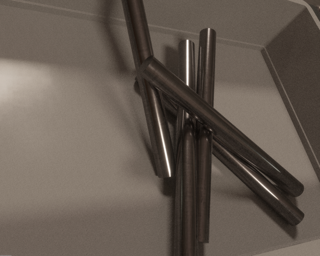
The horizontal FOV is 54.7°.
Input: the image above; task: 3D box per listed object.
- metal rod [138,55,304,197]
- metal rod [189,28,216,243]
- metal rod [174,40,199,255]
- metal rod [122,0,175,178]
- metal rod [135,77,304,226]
[{"bbox_3d":[0.094,0.011,0.400,0.301,0.025,0.025,36,49,-25],"label":"metal rod"},{"bbox_3d":[0.058,-0.007,0.411,0.025,0.025,0.299,15,65,-20],"label":"metal rod"},{"bbox_3d":[0.033,0.006,0.391,0.025,0.025,0.299,15,58,-20],"label":"metal rod"},{"bbox_3d":[-0.020,-0.088,0.372,0.025,0.025,0.298,-14,94,-34],"label":"metal rod"},{"bbox_3d":[0.082,0.025,0.436,0.300,0.025,0.025,43,51,1],"label":"metal rod"}]
